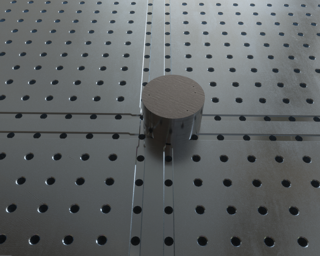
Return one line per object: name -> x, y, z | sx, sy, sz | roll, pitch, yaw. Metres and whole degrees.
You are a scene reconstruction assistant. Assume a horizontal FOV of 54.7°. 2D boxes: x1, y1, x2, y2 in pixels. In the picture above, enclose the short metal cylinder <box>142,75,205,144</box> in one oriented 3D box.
short metal cylinder -> 0.017, -0.026, 0.413 | 0.081, 0.050, 0.080 | 0, 50, 0
